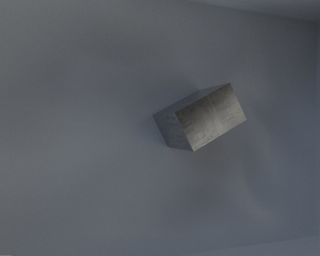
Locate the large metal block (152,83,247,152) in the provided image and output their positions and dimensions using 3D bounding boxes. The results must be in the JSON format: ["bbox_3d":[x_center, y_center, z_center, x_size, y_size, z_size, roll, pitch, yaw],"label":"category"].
[{"bbox_3d":[0.047,-0.014,0.398,0.080,0.080,0.050,-29,100,-18],"label":"large metal block"}]
